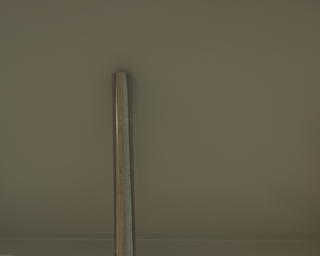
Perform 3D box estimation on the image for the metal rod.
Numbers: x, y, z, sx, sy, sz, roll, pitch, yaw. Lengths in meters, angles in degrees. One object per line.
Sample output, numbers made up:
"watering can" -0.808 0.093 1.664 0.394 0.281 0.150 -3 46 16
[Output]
"metal rod" -0.043 0.082 0.374 0.025 0.025 0.299 -2 85 0
